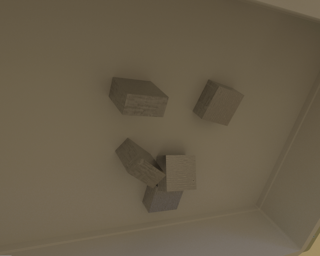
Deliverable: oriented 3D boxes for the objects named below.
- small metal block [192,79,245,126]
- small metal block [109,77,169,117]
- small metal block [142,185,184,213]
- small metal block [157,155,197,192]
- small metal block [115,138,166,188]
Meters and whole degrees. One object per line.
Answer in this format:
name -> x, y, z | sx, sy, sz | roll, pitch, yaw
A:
small metal block -> 0.082, -0.035, 0.434 | 0.050, 0.025, 0.050 | 13, 112, -34
small metal block -> -0.026, -0.036, 0.358 | 0.050, 0.050, 0.025 | 2, 118, -30
small metal block -> 0.006, 0.100, 0.476 | 0.050, 0.025, 0.050 | 2, 118, -30
small metal block -> 0.024, 0.065, 0.448 | 0.050, 0.025, 0.050 | 3, 82, -30
small metal block -> -0.026, 0.046, 0.408 | 0.025, 0.050, 0.050 | -46, 130, 4
